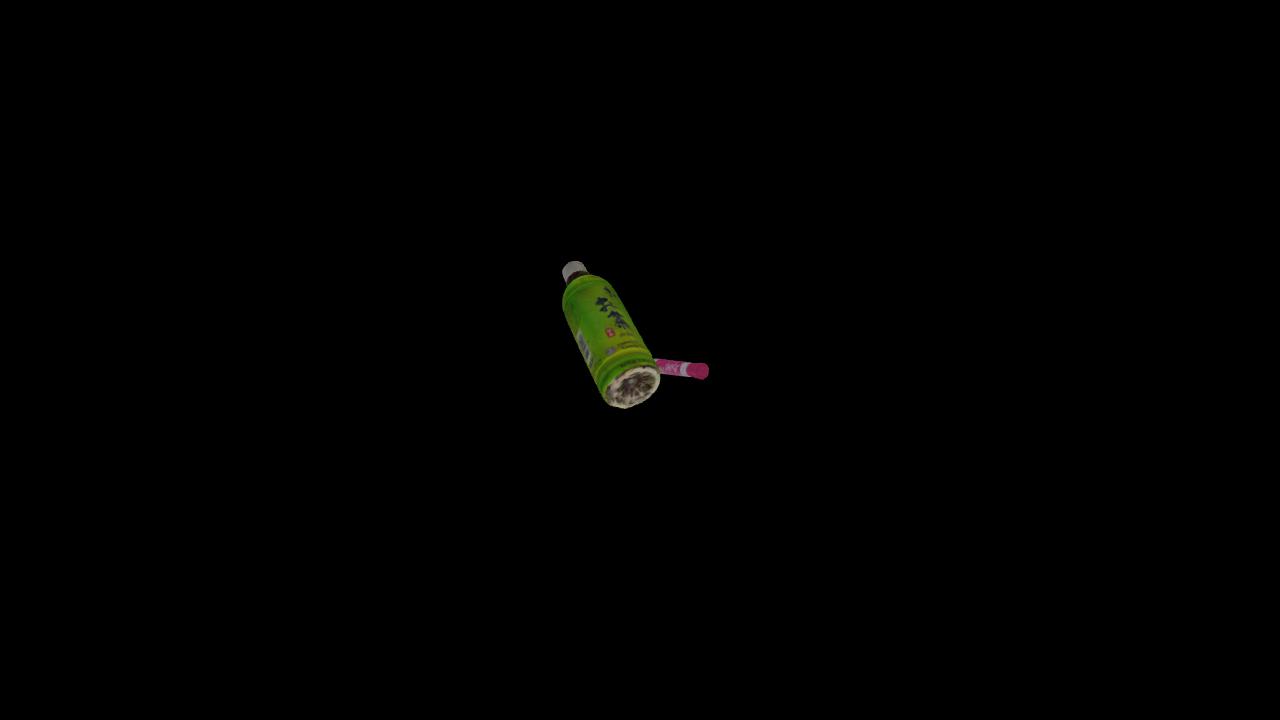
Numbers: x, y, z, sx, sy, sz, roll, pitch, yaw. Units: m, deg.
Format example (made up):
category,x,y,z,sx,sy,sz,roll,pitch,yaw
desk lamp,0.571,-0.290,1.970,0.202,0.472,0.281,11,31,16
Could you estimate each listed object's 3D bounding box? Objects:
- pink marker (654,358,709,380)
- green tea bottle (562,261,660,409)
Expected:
category,x,y,z,sx,sy,sz,roll,pitch,yaw
pink marker,0.046,0.010,0.736,0.020,0.020,0.121,0,2,-25
green tea bottle,-0.047,-0.042,0.722,0.073,0.212,0.073,-19,-37,-15
